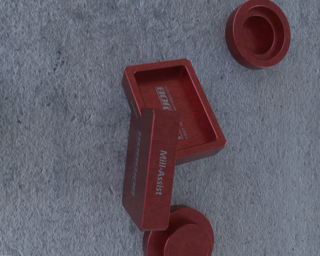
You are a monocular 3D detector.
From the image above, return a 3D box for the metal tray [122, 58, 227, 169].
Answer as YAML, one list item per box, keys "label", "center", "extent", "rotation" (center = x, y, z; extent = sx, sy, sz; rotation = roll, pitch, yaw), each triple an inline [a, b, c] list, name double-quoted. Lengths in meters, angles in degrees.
- label: "metal tray"
  center: [0.015, -0.021, 0.383]
  extent: [0.091, 0.030, 0.130]
  rotation: [-12, 68, -21]

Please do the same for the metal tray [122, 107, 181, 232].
- label: "metal tray"
  center: [-0.014, 0.042, 0.363]
  extent: [0.030, 0.090, 0.129]
  rotation: [5, 94, -21]

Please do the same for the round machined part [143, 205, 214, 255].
- label: "round machined part"
  center: [0.030, 0.156, 0.412]
  extent: [0.099, 0.042, 0.097]
  rotation: [0, 90, -21]

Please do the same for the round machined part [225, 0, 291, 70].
- label: "round machined part"
  center: [0.137, -0.133, 0.452]
  extent: [0.099, 0.042, 0.097]
  rotation: [0, 90, -21]
